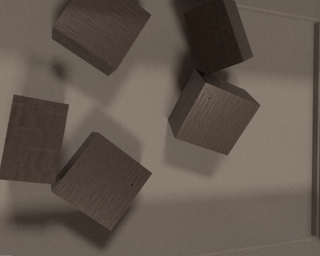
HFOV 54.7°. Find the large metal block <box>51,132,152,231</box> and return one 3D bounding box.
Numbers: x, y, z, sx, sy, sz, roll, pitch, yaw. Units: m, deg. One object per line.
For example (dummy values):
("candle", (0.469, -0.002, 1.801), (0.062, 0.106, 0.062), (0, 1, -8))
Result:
("large metal block", (-0.071, 0.061, 0.372), (0.080, 0.050, 0.080), (40, 77, -16))

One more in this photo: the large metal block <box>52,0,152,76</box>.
("large metal block", (-0.071, -0.121, 0.372), (0.080, 0.050, 0.080), (33, 79, -17))

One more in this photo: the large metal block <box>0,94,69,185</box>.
("large metal block", (-0.133, 0.012, 0.332), (0.050, 0.080, 0.080), (10, 87, -20))

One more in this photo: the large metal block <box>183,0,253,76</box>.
("large metal block", (0.080, -0.120, 0.406), (0.080, 0.050, 0.080), (-35, 106, -61))

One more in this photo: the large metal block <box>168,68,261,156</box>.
("large metal block", (0.068, -0.020, 0.406), (0.081, 0.050, 0.079), (19, 114, -20))
